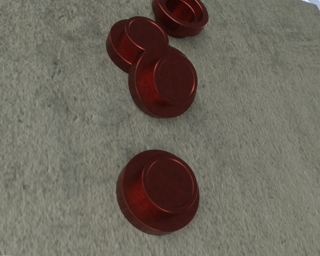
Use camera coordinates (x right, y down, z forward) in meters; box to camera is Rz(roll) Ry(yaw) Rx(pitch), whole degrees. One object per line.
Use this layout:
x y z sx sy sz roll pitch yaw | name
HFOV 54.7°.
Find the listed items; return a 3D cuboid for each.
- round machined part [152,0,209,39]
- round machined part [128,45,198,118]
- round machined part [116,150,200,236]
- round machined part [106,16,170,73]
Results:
0.030 -0.193 0.529 0.099 0.042 0.098 14 56 -21 | round machined part
0.011 -0.062 0.413 0.099 0.042 0.097 1 88 -31 | round machined part
0.004 0.069 0.354 0.099 0.042 0.098 14 56 -21 | round machined part
-0.026 -0.125 0.457 0.099 0.042 0.098 14 56 -21 | round machined part
